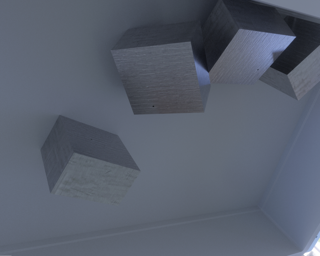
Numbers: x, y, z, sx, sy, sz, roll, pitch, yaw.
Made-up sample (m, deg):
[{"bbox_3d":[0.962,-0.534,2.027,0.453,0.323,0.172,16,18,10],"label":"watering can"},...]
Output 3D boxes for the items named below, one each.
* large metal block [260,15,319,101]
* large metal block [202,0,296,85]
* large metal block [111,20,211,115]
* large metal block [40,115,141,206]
[{"bbox_3d":[0.176,-0.095,0.410,0.080,0.080,0.050,-43,129,1],"label":"large metal block"},{"bbox_3d":[0.092,-0.097,0.362,0.081,0.050,0.080,-2,147,-27],"label":"large metal block"},{"bbox_3d":[0.005,-0.062,0.331,0.080,0.050,0.080,-1,130,20],"label":"large metal block"},{"bbox_3d":[-0.081,0.037,0.351,0.080,0.080,0.050,22,106,-36],"label":"large metal block"}]
